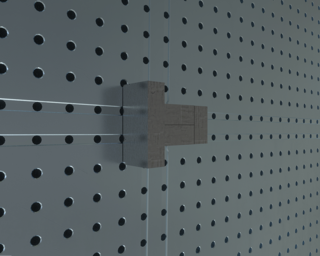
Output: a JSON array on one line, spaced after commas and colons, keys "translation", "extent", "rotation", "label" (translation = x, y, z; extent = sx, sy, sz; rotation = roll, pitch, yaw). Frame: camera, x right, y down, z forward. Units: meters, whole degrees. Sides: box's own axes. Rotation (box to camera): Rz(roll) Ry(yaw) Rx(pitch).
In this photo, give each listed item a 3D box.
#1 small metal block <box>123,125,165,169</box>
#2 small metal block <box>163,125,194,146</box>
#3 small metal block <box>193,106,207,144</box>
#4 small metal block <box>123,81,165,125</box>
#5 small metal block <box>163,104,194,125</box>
[{"translation": [-0.020, 0.021, 0.377], "extent": [0.025, 0.050, 0.050], "rotation": [0, 90, -40], "label": "small metal block"}, {"translation": [0.009, 0.009, 0.401], "extent": [0.050, 0.050, 0.025], "rotation": [0, 91, -40], "label": "small metal block"}, {"translation": [0.038, -0.004, 0.426], "extent": [0.025, 0.050, 0.050], "rotation": [0, 90, -40], "label": "small metal block"}, {"translation": [-0.020, -0.029, 0.377], "extent": [0.025, 0.050, 0.050], "rotation": [0, 90, -40], "label": "small metal block"}, {"translation": [0.009, -0.017, 0.401], "extent": [0.050, 0.050, 0.025], "rotation": [0, 91, -40], "label": "small metal block"}]
